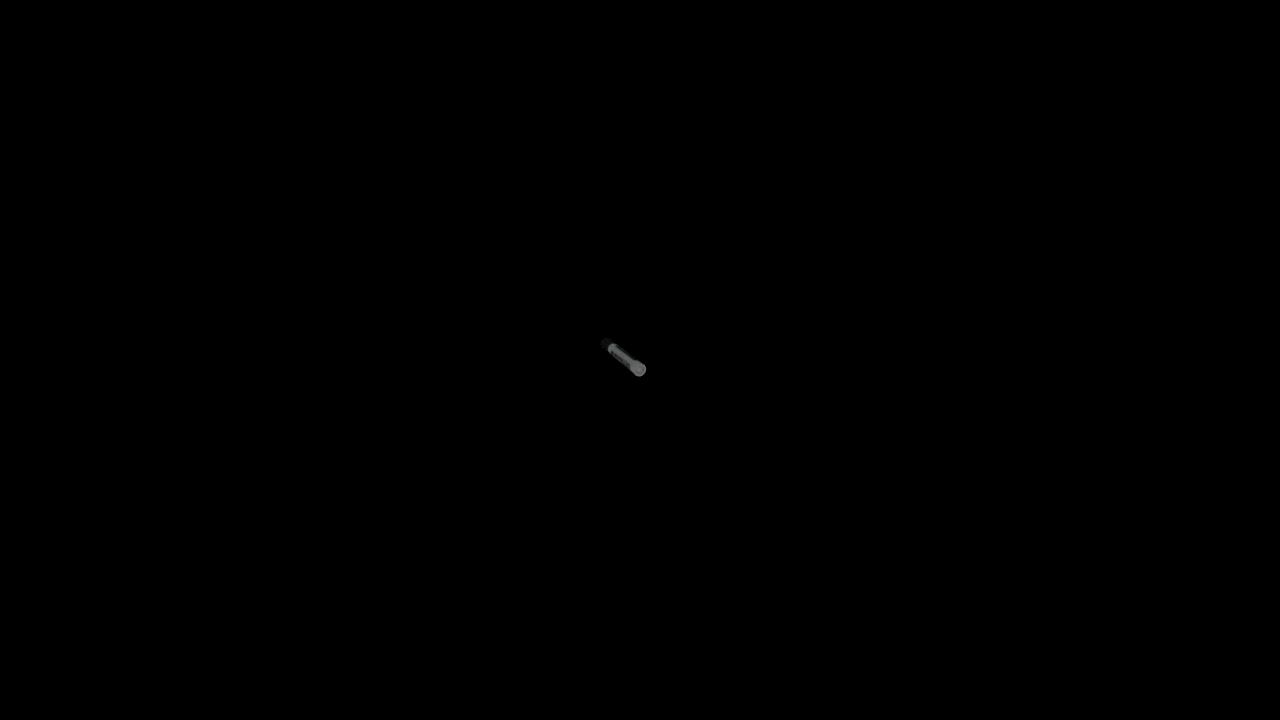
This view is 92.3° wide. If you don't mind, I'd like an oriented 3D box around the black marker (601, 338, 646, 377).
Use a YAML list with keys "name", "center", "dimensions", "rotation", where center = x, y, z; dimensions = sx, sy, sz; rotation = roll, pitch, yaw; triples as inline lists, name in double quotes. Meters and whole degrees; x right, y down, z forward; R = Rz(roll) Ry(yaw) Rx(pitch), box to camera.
- name: "black marker"
  center: [-0.027, -0.007, 0.888]
  dimensions: [0.020, 0.020, 0.121]
  rotation: [0, 20, -29]
